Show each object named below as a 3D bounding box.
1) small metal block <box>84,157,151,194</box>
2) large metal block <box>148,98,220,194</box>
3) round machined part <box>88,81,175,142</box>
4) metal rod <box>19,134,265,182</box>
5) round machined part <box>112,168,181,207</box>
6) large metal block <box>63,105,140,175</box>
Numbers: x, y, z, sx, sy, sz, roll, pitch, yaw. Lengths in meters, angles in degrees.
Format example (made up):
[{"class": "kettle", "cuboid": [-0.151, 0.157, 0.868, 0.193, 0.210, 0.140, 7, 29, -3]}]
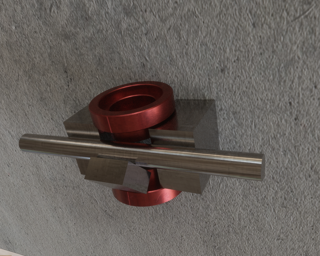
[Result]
[{"class": "small metal block", "cuboid": [-0.046, 0.053, 0.344, 0.050, 0.025, 0.050, 3, 160, 29]}, {"class": "large metal block", "cuboid": [0.034, 0.018, 0.366, 0.050, 0.080, 0.079, 4, 120, 26]}, {"class": "round machined part", "cuboid": [-0.030, -0.018, 0.366, 0.098, 0.098, 0.042, 4, 121, 26]}, {"class": "metal rod", "cuboid": [-0.042, 0.028, 0.344, 0.301, 0.025, 0.025, 3, 120, 26]}, {"class": "round machined part", "cuboid": [-0.017, 0.055, 0.404, 0.098, 0.098, 0.042, 5, 115, 26]}, {"class": "large metal block", "cuboid": [-0.073, 0.010, 0.418, 0.050, 0.080, 0.079, 4, 120, 26]}]
